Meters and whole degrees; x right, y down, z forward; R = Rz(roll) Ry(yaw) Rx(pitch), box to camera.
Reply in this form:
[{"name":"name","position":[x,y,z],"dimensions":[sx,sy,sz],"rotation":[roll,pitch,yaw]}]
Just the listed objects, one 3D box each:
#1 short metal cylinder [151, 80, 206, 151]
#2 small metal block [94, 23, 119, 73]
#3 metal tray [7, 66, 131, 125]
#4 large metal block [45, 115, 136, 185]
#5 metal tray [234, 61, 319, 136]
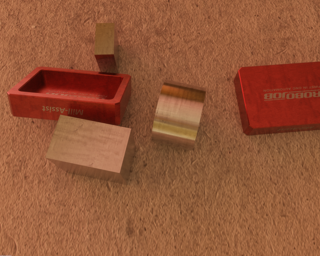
[{"name":"short metal cylinder","position":[0.024,-0.016,0.385],"dimensions":[0.050,0.080,0.080],"rotation":[13,71,4]},{"name":"small metal block","position":[-0.074,-0.111,0.435],"dimensions":[0.025,0.050,0.050],"rotation":[-2,70,-1]},{"name":"metal tray","position":[-0.108,-0.043,0.394],"dimensions":[0.131,0.030,0.090],"rotation":[6,32,2]},{"name":"large metal block","position":[-0.076,0.029,0.368],"dimensions":[0.080,0.080,0.050],"rotation":[11,71,4]},{"name":"metal tray","position":[0.175,-0.041,0.422],"dimensions":[0.131,0.030,0.090],"rotation":[-4,70,-2]}]
